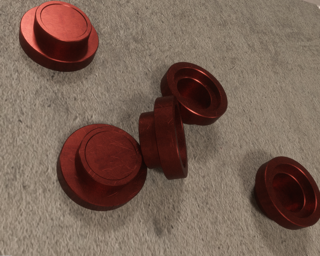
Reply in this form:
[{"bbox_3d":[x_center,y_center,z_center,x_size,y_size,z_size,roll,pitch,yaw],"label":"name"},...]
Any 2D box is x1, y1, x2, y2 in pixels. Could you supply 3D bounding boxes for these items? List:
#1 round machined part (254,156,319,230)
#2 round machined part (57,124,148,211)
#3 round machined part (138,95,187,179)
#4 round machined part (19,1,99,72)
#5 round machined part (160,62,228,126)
[{"bbox_3d":[0.172,0.092,0.432,0.099,0.042,0.098,14,56,-21],"label":"round machined part"},{"bbox_3d":[-0.059,0.037,0.339,0.099,0.042,0.098,14,56,-21],"label":"round machined part"},{"bbox_3d":[0.004,0.012,0.366,0.042,0.098,0.098,-8,59,10],"label":"round machined part"},{"bbox_3d":[-0.127,-0.124,0.401,0.099,0.042,0.098,14,56,-21],"label":"round machined part"},{"bbox_3d":[0.044,-0.043,0.441,0.099,0.042,0.098,17,50,-21],"label":"round machined part"}]
